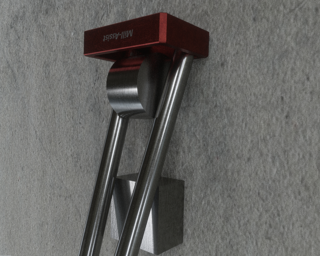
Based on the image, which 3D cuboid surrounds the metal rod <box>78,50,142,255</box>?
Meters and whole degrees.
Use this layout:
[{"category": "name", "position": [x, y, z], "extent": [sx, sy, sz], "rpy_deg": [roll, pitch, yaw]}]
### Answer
[{"category": "metal rod", "position": [-0.064, 0.042, 0.397], "extent": [0.025, 0.025, 0.299], "rpy_deg": [3, 76, 39]}]

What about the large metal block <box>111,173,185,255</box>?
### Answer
[{"category": "large metal block", "position": [-0.017, 0.105, 0.399], "extent": [0.080, 0.050, 0.079], "rpy_deg": [2, 92, 39]}]

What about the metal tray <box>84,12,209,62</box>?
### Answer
[{"category": "metal tray", "position": [-0.018, -0.102, 0.377], "extent": [0.130, 0.091, 0.030], "rpy_deg": [3, 92, 39]}]

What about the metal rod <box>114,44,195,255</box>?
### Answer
[{"category": "metal rod", "position": [-0.010, 0.045, 0.352], "extent": [0.025, 0.025, 0.299], "rpy_deg": [11, 82, 39]}]

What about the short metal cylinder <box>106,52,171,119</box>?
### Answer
[{"category": "short metal cylinder", "position": [-0.019, -0.051, 0.385], "extent": [0.050, 0.081, 0.079], "rpy_deg": [3, 92, 39]}]
